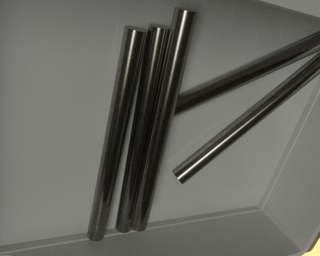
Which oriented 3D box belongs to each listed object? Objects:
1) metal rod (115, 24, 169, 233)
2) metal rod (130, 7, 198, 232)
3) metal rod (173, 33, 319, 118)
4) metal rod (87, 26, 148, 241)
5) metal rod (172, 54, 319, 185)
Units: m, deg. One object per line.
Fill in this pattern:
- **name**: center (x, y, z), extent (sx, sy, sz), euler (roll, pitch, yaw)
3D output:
- **metal rod**: center (-0.028, 0.019, 0.405), extent (0.025, 0.025, 0.298), euler (-3, 120, -27)
- **metal rod**: center (-0.002, 0.009, 0.384), extent (0.025, 0.025, 0.298), euler (-2, 119, -28)
- **metal rod**: center (0.134, -0.080, 0.431), extent (0.302, 0.025, 0.025), euler (-25, 128, -13)
- **metal rod**: center (-0.060, 0.025, 0.391), extent (0.025, 0.025, 0.298), euler (0, 118, -29)
- **metal rod**: center (0.144, -0.017, 0.476), extent (0.301, 0.025, 0.025), euler (-38, 129, -2)
